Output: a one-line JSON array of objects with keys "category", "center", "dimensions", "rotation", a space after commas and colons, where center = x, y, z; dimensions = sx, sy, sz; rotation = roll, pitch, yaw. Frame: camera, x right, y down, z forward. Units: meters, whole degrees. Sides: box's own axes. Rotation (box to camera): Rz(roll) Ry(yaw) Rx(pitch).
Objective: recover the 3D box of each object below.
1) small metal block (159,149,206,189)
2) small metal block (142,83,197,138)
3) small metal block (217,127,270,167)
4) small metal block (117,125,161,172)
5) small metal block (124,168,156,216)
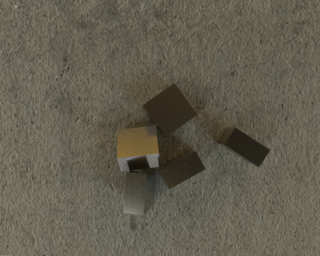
[{"category": "small metal block", "center": [0.027, 0.051, 0.398], "dimensions": [0.050, 0.050, 0.025], "rotation": [-29, 90, 0]}, {"category": "small metal block", "center": [0.012, -0.022, 0.406], "dimensions": [0.050, 0.025, 0.050], "rotation": [-36, 90, -9]}, {"category": "small metal block", "center": [0.105, 0.023, 0.398], "dimensions": [0.050, 0.050, 0.025], "rotation": [33, 90, 0]}, {"category": "small metal block", "center": [-0.027, 0.025, 0.395], "dimensions": [0.050, 0.050, 0.025], "rotation": [-7, 133, 0]}, {"category": "small metal block", "center": [-0.025, 0.078, 0.395], "dimensions": [0.025, 0.050, 0.050], "rotation": [4, 91, 12]}]
